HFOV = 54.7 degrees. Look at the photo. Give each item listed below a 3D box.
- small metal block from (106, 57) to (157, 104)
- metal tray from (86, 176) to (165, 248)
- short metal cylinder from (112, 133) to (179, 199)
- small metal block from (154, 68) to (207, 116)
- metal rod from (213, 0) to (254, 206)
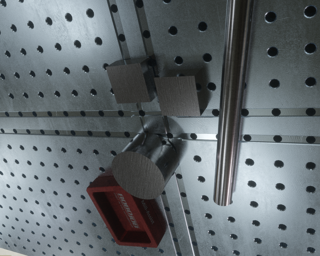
[{"bbox_3d":[-0.034,-0.059,0.391,0.050,0.025,0.050,0,118,28],"label":"small metal block"},{"bbox_3d":[-0.057,0.142,0.523,0.090,0.030,0.129,-10,114,32],"label":"metal tray"},{"bbox_3d":[-0.020,0.053,0.437,0.080,0.050,0.079,13,124,20],"label":"short metal cylinder"},{"bbox_3d":[0.025,-0.042,0.371,0.050,0.025,0.050,2,120,27],"label":"small metal block"},{"bbox_3d":[0.080,-0.029,0.349,0.025,0.025,0.298,11,123,22],"label":"metal rod"}]
